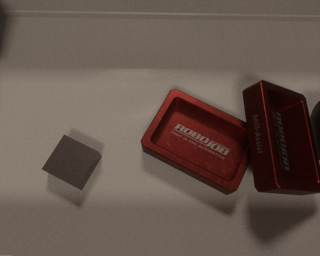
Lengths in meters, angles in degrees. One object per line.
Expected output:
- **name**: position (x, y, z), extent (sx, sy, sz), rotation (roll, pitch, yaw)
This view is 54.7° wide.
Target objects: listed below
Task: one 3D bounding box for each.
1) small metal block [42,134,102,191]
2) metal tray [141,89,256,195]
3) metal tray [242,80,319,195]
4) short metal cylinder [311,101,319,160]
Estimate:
- **small metal block**: position (-0.110, 0.044, 0.392), extent (0.050, 0.025, 0.050), rotation (25, 72, 8)
- **metal tray**: position (0.053, 0.016, 0.401), extent (0.130, 0.030, 0.090), rotation (27, 72, 9)
- **metal tray**: position (0.150, 0.014, 0.380), extent (0.091, 0.030, 0.130), rotation (11, 66, -31)
- **short metal cylinder**: position (0.228, 0.004, 0.382), extent (0.050, 0.080, 0.080), rotation (-1, 70, -1)
